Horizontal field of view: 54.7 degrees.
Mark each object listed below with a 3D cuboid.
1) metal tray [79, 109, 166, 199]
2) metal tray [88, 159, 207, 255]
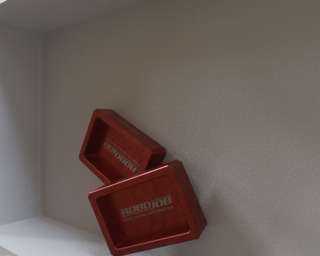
[{"bbox_3d":[-0.060,0.038,0.450,0.130,0.030,0.089,34,111,34],"label":"metal tray"},{"bbox_3d":[-0.018,0.102,0.387,0.130,0.030,0.090,-23,89,25],"label":"metal tray"}]
